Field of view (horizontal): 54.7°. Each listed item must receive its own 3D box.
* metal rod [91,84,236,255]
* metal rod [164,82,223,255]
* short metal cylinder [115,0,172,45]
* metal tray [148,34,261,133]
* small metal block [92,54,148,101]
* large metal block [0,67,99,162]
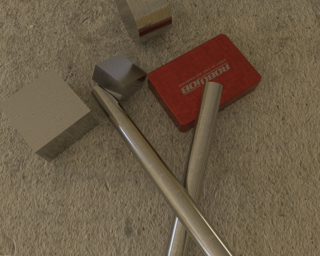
[{"bbox_3d":[-0.001,0.051,0.355,0.025,0.025,0.300,-33,61,-11],"label":"metal rod"},{"bbox_3d":[0.032,0.088,0.358,0.025,0.025,0.299,13,77,4],"label":"metal rod"},{"bbox_3d":[-0.024,-0.166,0.439,0.050,0.080,0.080,-27,73,-10],"label":"short metal cylinder"},{"bbox_3d":[0.060,-0.064,0.430,0.131,0.030,0.090,-31,73,-11],"label":"metal tray"},{"bbox_3d":[-0.054,-0.070,0.421,0.050,0.025,0.050,38,43,12],"label":"small metal block"},{"bbox_3d":[-0.141,-0.016,0.399,0.080,0.050,0.080,-40,75,-13],"label":"large metal block"}]
